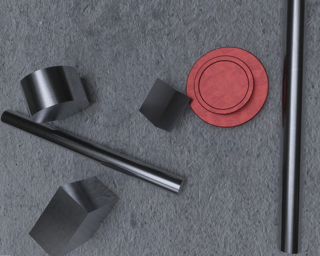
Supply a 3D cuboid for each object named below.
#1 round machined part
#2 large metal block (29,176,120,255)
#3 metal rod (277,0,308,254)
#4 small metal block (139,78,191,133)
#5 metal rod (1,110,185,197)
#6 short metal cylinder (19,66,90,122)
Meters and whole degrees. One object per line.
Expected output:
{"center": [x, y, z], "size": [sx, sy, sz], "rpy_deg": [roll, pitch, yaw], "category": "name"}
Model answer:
{"center": [0.079, -0.049, 0.372], "size": [0.098, 0.042, 0.097], "rpy_deg": [0, 90, 19], "category": "round machined part"}
{"center": [-0.112, 0.118, 0.418], "size": [0.050, 0.080, 0.080], "rpy_deg": [38, 102, 15], "category": "large metal block"}
{"center": [0.152, -0.009, 0.355], "size": [0.025, 0.025, 0.298], "rpy_deg": [2, 90, 19], "category": "metal rod"}
{"center": [0.005, -0.030, 0.393], "size": [0.050, 0.025, 0.050], "rpy_deg": [-60, 37, 10], "category": "small metal block"}
{"center": [-0.107, 0.029, 0.445], "size": [0.301, 0.025, 0.025], "rpy_deg": [19, 96, 18], "category": "metal rod"}
{"center": [-0.145, -0.045, 0.429], "size": [0.080, 0.080, 0.050], "rpy_deg": [-23, 83, 18], "category": "short metal cylinder"}
